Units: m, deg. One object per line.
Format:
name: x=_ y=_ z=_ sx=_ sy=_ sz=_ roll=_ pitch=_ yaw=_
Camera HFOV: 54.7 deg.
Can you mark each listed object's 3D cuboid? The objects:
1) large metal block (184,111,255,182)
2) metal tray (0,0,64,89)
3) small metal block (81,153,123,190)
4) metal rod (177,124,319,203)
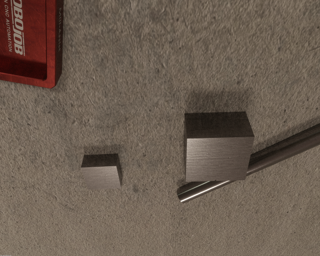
large metal block: x=0.074 y=0.026 z=0.414 sx=0.081 sy=0.050 sz=0.079 roll=-2 pitch=130 yaw=1
metal tray: x=-0.147 y=-0.107 z=0.310 sx=0.091 sy=0.030 sz=0.129 roll=9 pitch=130 yaw=-9
small metal block: x=-0.085 y=0.066 z=0.462 sx=0.050 sy=0.025 sz=0.050 roll=-3 pitch=130 yaw=2
metal rod: x=0.156 y=0.042 z=0.445 sx=0.300 sy=0.025 sz=0.025 roll=-29 pitch=125 yaw=22
